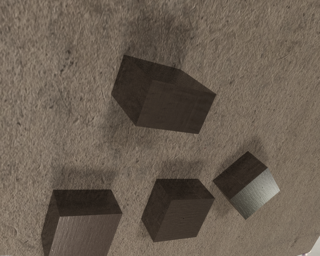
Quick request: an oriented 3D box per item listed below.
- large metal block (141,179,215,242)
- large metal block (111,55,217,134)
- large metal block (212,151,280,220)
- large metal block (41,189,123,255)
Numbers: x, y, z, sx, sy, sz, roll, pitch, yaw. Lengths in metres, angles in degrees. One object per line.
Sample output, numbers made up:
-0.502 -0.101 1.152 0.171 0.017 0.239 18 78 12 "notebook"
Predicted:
0.027 0.127 0.486 0.081 0.050 0.079 6 115 -32 "large metal block"
0.001 -0.038 0.350 0.081 0.080 0.050 8 115 -32 "large metal block"
0.151 0.101 0.538 0.080 0.050 0.080 -40 130 -1 "large metal block"
-0.106 0.130 0.414 0.081 0.050 0.079 7 115 -32 "large metal block"
